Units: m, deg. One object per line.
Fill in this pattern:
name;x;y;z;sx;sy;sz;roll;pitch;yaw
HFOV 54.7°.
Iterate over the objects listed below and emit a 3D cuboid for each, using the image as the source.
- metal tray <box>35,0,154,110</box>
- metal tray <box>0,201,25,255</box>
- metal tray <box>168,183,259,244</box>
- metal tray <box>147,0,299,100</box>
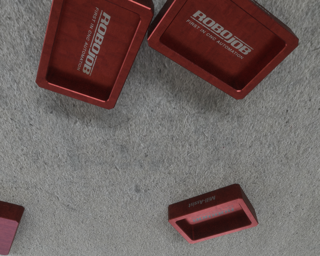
metal tray;-0.071;-0.088;0.328;0.091;0.030;0.129;18;128;-15
metal tray;-0.302;0.176;0.550;0.091;0.030;0.129;20;127;-17
metal tray;0.090;0.150;0.532;0.130;0.030;0.090;-23;127;18
metal tray;0.064;-0.095;0.323;0.131;0.030;0.090;27;125;-22
